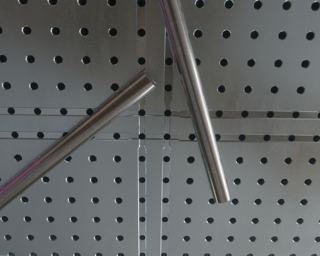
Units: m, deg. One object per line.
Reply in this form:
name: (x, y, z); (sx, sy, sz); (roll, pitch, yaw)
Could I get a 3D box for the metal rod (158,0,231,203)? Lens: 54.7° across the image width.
metal rod: (0.048, -0.032, 0.402); (0.025, 0.025, 0.298); (-16, 110, 5)

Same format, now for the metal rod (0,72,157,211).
metal rod: (-0.129, 0.027, 0.421); (0.300, 0.025, 0.025); (-37, 106, 12)
